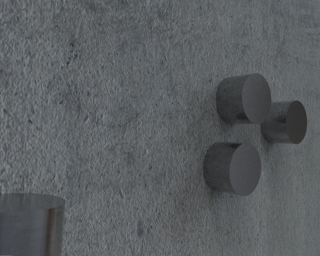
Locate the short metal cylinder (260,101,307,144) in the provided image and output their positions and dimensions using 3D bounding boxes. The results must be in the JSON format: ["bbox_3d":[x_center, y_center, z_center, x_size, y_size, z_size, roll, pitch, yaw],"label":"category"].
[{"bbox_3d":[0.234,-0.011,0.584,0.081,0.050,0.080,0,90,-40],"label":"short metal cylinder"}]

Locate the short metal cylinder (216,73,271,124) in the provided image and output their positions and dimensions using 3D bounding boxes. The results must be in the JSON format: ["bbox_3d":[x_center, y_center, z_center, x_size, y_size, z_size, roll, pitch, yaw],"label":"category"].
[{"bbox_3d":[0.136,-0.046,0.502,0.081,0.050,0.080,0,90,-40],"label":"short metal cylinder"}]

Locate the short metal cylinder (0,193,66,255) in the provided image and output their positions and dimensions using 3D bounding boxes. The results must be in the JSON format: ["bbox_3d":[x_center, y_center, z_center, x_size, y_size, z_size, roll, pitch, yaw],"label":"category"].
[{"bbox_3d":[-0.125,0.088,0.265,0.081,0.080,0.050,5,87,-40],"label":"short metal cylinder"}]

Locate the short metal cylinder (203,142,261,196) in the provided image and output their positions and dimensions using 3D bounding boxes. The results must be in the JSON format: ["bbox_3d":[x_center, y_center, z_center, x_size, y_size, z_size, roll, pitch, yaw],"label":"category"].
[{"bbox_3d":[0.113,0.062,0.483,0.081,0.050,0.080,0,90,-40],"label":"short metal cylinder"}]
